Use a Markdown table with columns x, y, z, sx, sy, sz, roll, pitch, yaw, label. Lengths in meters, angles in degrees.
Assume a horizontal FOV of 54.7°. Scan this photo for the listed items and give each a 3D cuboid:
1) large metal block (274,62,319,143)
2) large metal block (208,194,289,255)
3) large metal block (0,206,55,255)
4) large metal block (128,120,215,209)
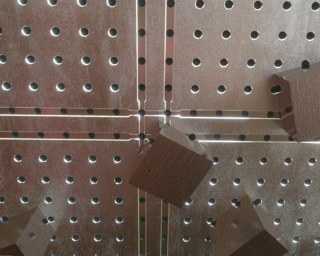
| x | y | z | sx | sy | sz | roll | pitch | yaw | label |
| --- | --- | --- | --- | --- | --- | --- | --- | --- | --- |
| 0.198 | -0.036 | 0.390 | 0.080 | 0.050 | 0.080 | -15 | 110 | 5 | large metal block |
| 0.121 | 0.157 | 0.444 | 0.080 | 0.080 | 0.050 | -43 | 105 | 14 | large metal block |
| -0.211 | 0.169 | 0.443 | 0.080 | 0.080 | 0.050 | -22 | 109 | 7 | large metal block |
| 0.014 | 0.049 | 0.418 | 0.080 | 0.050 | 0.080 | 28 | 107 | -10 | large metal block |
